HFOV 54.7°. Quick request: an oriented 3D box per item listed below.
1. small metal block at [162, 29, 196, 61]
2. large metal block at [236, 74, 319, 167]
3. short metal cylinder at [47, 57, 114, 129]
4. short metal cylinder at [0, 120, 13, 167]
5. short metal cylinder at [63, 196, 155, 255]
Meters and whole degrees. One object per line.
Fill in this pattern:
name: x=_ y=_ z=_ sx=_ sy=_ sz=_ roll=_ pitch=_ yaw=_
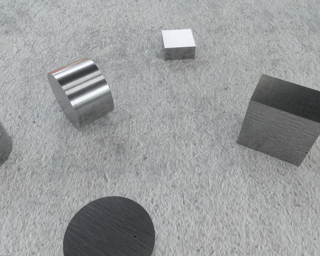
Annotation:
small metal block: x=0.030 y=-0.141 z=0.521 sx=0.050 sy=0.025 sz=0.050 roll=-4 pitch=50 yaw=-4
large metal block: x=0.147 y=-0.009 z=0.376 sx=0.080 sy=0.080 sz=0.050 roll=22 pitch=53 yaw=17
short metal cylinder: x=-0.103 y=-0.045 z=0.405 sx=0.050 sy=0.080 sz=0.080 roll=-31 pitch=57 yaw=-23
short metal cylinder: x=-0.229 y=0.015 z=0.373 sx=0.081 sy=0.050 sz=0.080 roll=0 pitch=50 yaw=0
short metal cylinder: x=-0.044 y=0.112 z=0.292 sx=0.081 sy=0.050 sz=0.080 roll=0 pitch=50 yaw=0
